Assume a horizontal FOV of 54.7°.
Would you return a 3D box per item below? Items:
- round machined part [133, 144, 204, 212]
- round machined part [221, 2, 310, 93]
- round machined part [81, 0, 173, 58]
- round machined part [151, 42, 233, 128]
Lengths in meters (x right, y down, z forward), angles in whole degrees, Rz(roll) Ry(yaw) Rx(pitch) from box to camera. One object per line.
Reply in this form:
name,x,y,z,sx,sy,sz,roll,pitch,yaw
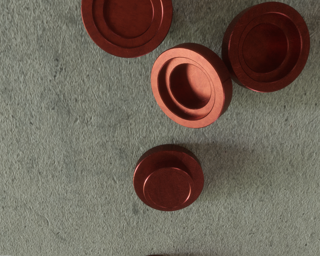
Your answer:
round machined part,0.012,0.075,0.428,0.099,0.042,0.097,0,110,0
round machined part,0.117,-0.092,0.360,0.099,0.042,0.097,-3,104,-11
round machined part,-0.035,-0.132,0.352,0.099,0.042,0.097,0,110,0
round machined part,0.041,-0.052,0.365,0.098,0.042,0.097,21,128,30
